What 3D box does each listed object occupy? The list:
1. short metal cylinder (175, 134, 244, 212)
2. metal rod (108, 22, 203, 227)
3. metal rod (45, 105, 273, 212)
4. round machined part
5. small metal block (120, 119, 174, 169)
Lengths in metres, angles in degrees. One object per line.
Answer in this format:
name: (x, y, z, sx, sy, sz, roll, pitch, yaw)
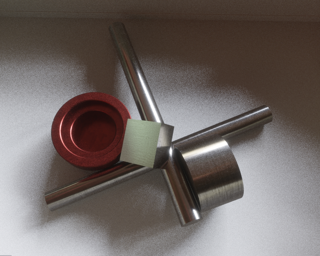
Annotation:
short metal cylinder: (0.055, 0.052, 0.361, 0.050, 0.080, 0.080, -19, 71, -7)
metal rod: (-0.015, -0.024, 0.398, 0.025, 0.025, 0.299, -18, 64, -7)
metal rod: (0.005, 0.035, 0.395, 0.302, 0.025, 0.025, -21, 72, -8)
round machined part: (-0.083, 0.007, 0.396, 0.099, 0.042, 0.098, 0, 70, -1)
small metal block: (-0.015, 0.018, 0.358, 0.050, 0.025, 0.050, 8, 85, 37)
